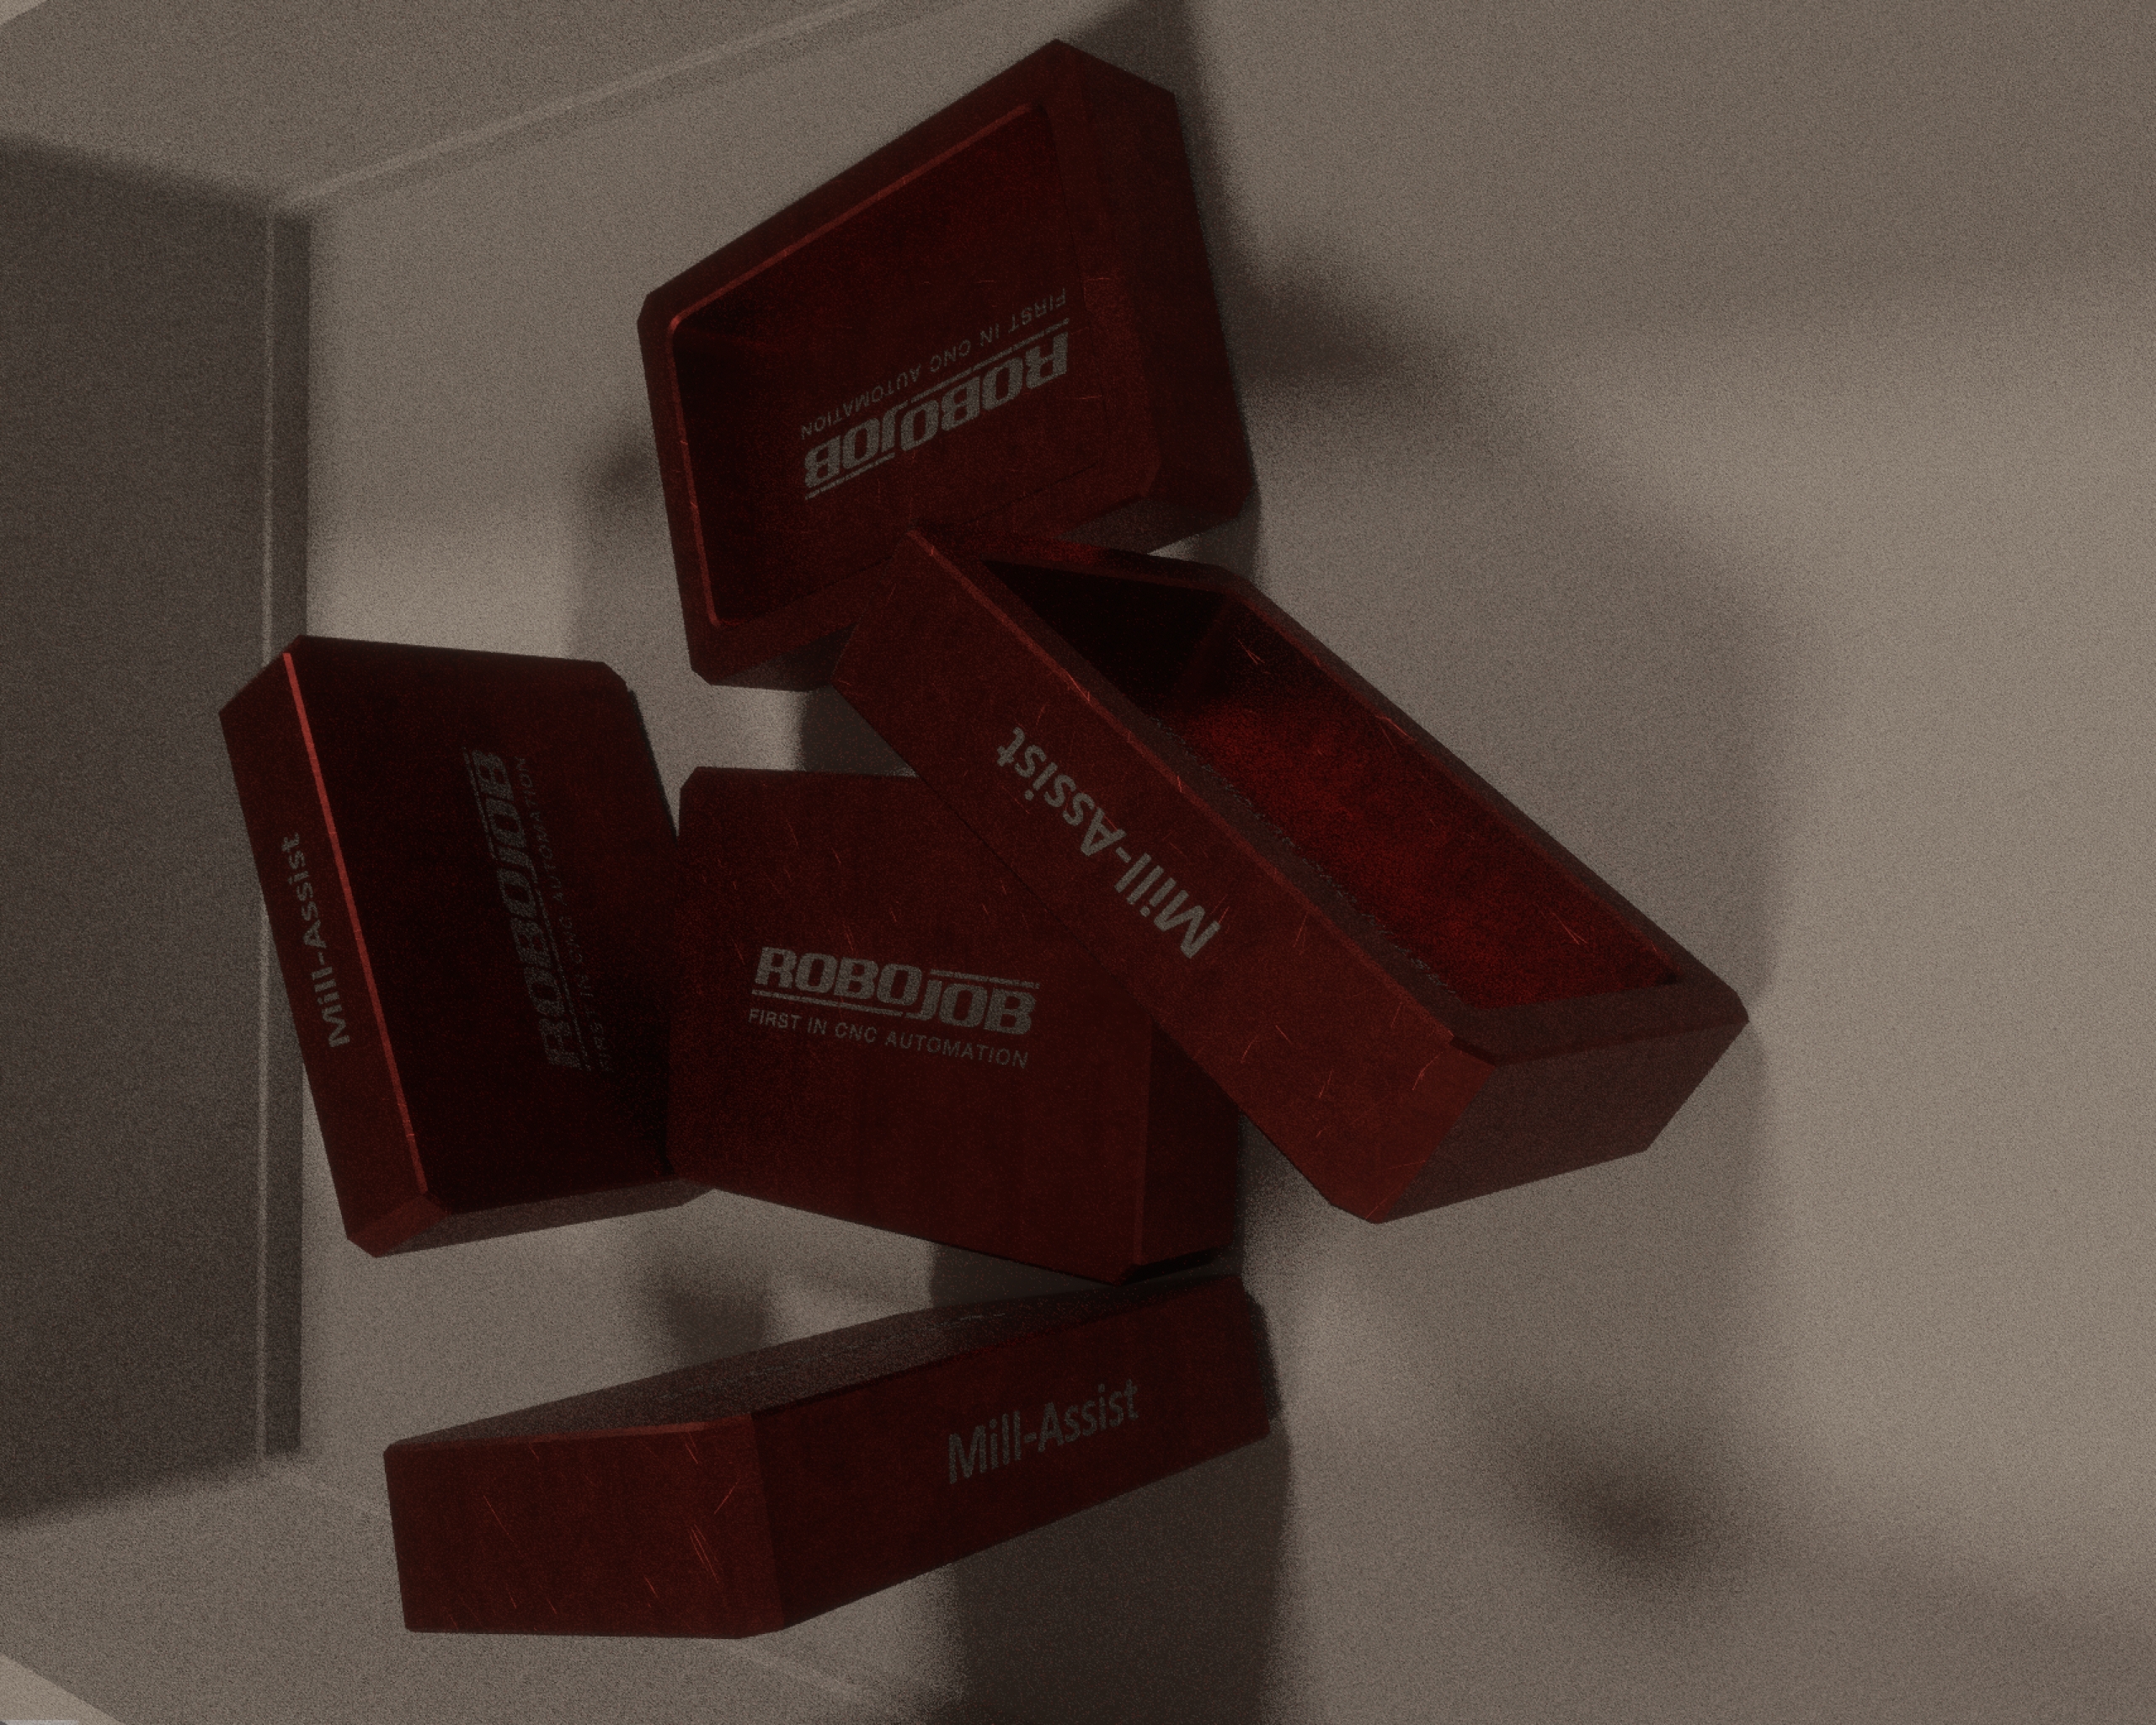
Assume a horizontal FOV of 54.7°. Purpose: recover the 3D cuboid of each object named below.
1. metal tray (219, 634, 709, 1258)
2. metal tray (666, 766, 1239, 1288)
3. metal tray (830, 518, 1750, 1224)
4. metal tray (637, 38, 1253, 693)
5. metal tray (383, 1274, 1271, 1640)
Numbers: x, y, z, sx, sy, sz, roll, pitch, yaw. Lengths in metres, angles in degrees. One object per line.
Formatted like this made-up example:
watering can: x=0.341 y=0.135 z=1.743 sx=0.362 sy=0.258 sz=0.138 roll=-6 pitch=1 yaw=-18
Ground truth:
metal tray: x=-0.129 y=0.016 z=0.466 sx=0.030 sy=0.091 sz=0.129 roll=-30 pitch=72 yaw=35
metal tray: x=-0.028 y=0.028 z=0.421 sx=0.130 sy=0.030 sz=0.089 roll=5 pitch=93 yaw=39
metal tray: x=0.033 y=-0.004 z=0.333 sx=0.130 sy=0.091 sz=0.030 roll=45 pitch=118 yaw=30
metal tray: x=-0.032 y=-0.095 z=0.426 sx=0.130 sy=0.030 sz=0.090 roll=-17 pitch=79 yaw=38
metal tray: x=-0.039 y=0.101 z=0.365 sx=0.090 sy=0.131 sz=0.030 roll=-16 pitch=81 yaw=38
